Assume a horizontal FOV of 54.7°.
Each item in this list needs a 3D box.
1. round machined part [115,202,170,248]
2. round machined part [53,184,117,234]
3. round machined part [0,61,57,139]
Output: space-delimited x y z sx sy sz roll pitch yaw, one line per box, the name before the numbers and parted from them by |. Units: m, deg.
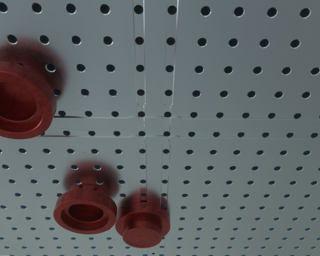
round machined part | -0.031 0.178 0.552 0.099 0.042 0.097 0 130 0
round machined part | -0.120 0.131 0.510 0.099 0.042 0.097 -1 130 0
round machined part | -0.173 -0.036 0.367 0.099 0.042 0.097 -1 130 0
